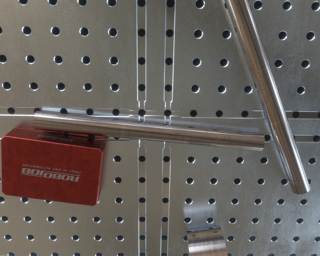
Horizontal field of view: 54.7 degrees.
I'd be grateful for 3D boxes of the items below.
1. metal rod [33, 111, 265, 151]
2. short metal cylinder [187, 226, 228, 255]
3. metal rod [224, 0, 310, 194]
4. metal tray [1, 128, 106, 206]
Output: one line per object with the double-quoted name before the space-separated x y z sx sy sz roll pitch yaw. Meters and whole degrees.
"metal rod" -0.012 0.005 0.414 0.302 0.025 0.025 6 110 -3
"short metal cylinder" 0.070 0.189 0.455 0.050 0.080 0.079 -8 110 3
"metal rod" 0.142 -0.039 0.401 0.025 0.025 0.299 -23 109 8
"metal tray" -0.146 0.055 0.429 0.131 0.030 0.089 8 110 -4
